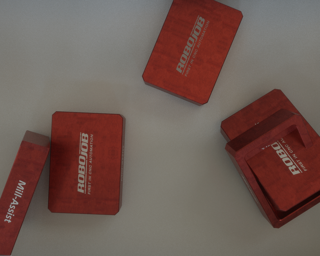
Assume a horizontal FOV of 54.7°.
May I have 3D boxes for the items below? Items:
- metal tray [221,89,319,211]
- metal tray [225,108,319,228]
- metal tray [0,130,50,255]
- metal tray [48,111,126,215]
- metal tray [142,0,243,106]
[{"bbox_3d":[0.148,0.026,0.389,0.090,0.030,0.130,-32,70,0],"label":"metal tray"},{"bbox_3d":[0.151,0.052,0.388,0.090,0.030,0.130,-33,111,0],"label":"metal tray"},{"bbox_3d":[-0.171,0.073,0.375,0.030,0.090,0.129,21,90,-22],"label":"metal tray"},{"bbox_3d":[-0.095,0.045,0.408,0.091,0.030,0.129,3,90,0],"label":"metal tray"},{"bbox_3d":[0.042,-0.105,0.409,0.090,0.030,0.129,22,90,0],"label":"metal tray"}]
